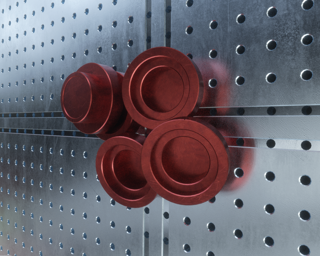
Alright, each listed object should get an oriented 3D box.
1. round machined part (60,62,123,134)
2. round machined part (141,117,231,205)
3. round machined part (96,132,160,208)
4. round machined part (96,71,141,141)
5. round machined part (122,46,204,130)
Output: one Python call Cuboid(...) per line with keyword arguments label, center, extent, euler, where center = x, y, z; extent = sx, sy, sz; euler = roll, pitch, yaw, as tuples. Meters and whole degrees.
Cuboid(label="round machined part", center=(-0.098, -0.040, 0.422), extent=(0.098, 0.042, 0.097), euler=(0, 90, 39))
Cuboid(label="round machined part", center=(0.031, 0.035, 0.355), extent=(0.098, 0.042, 0.097), euler=(3, 101, 18))
Cuboid(label="round machined part", center=(-0.034, 0.052, 0.413), extent=(0.098, 0.042, 0.097), euler=(8, 108, 27))
Cuboid(label="round machined part", center=(-0.057, -0.030, 0.442), extent=(0.098, 0.042, 0.097), euler=(0, 90, 39))
Cuboid(label="round machined part", center=(0.006, -0.046, 0.379), extent=(0.098, 0.042, 0.097), euler=(1, 91, 23))
